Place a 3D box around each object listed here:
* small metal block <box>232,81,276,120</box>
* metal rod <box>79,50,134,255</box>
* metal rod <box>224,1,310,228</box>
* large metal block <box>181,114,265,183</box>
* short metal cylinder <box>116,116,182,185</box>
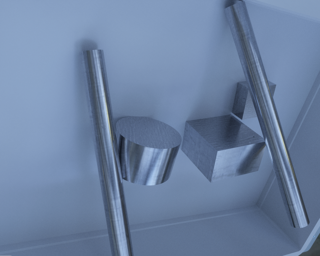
[{"bbox_3d":[0.139,-0.043,0.461,0.050,0.025,0.050,-11,123,-23],"label":"small metal block"},{"bbox_3d":[-0.054,0.066,0.348,0.025,0.025,0.298,-11,101,-23],"label":"metal rod"},{"bbox_3d":[0.140,-0.009,0.397,0.025,0.025,0.298,-23,100,-15],"label":"metal rod"},{"bbox_3d":[0.088,0.025,0.439,0.081,0.080,0.050,-9,122,-24],"label":"large metal block"},{"bbox_3d":[-0.019,0.026,0.380,0.081,0.080,0.050,1,118,-29],"label":"short metal cylinder"}]
